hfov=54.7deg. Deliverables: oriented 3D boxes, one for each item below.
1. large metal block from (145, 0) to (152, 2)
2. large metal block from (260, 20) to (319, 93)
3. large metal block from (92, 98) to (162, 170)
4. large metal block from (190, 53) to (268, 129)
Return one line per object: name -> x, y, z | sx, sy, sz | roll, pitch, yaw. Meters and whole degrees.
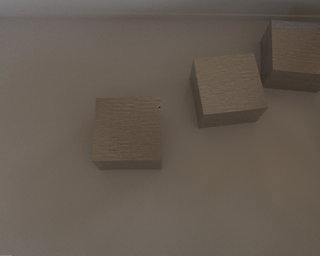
large metal block -> -0.020, -0.260, 0.477 | 0.050, 0.080, 0.080 | 23, 72, 8
large metal block -> 0.190, -0.100, 0.435 | 0.080, 0.050, 0.080 | 6, 70, 1
large metal block -> -0.039, 0.008, 0.393 | 0.081, 0.050, 0.080 | 0, 70, -1
large metal block -> 0.088, -0.049, 0.416 | 0.081, 0.050, 0.080 | -6, 70, -3
